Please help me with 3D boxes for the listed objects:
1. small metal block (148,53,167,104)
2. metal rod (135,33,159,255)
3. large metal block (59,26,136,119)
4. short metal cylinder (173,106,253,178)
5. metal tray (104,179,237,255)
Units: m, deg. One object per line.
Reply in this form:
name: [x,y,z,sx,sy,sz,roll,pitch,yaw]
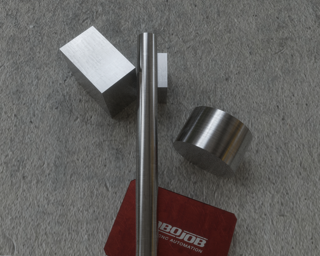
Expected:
small metal block: [-0.003,-0.066,0.419,0.025,0.050,0.050,0,70,0]
metal rod: [-0.015,0.031,0.352,0.025,0.025,0.299,0,75,-1]
large metal block: [-0.075,-0.069,0.403,0.050,0.080,0.080,-41,75,-13]
short metal cylinder: [0.063,0.018,0.373,0.080,0.080,0.050,28,73,9]
metal tray: [0.013,0.123,0.361,0.131,0.030,0.090,19,71,6]
